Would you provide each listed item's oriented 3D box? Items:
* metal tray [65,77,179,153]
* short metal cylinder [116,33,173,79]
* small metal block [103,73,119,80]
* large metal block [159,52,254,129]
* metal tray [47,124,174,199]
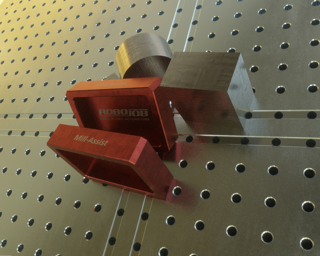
[{"bbox_3d":[-0.049,-0.016,0.398,0.130,0.089,0.030,1,33,28],"label":"metal tray"},{"bbox_3d":[-0.018,-0.084,0.432,0.080,0.080,0.050,-27,53,11],"label":"short metal cylinder"},{"bbox_3d":[-0.071,-0.046,0.456,0.050,0.050,0.025,-31,52,8],"label":"small metal block"},{"bbox_3d":[0.059,-0.045,0.369,0.080,0.080,0.050,9,67,32],"label":"large metal block"},{"bbox_3d":[-0.059,0.039,0.369,0.130,0.090,0.030,8,58,31],"label":"metal tray"}]
